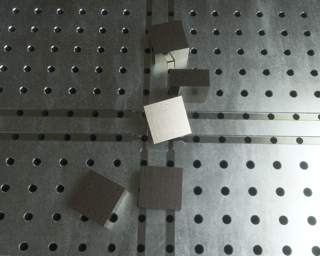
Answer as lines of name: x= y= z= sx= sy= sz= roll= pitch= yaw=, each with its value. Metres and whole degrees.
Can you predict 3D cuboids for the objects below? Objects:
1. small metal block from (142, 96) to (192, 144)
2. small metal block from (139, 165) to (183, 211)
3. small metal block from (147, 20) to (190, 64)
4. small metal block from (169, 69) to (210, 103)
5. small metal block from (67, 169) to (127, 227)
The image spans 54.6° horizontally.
small metal block: x=0.008 y=-0.011 z=0.406 sx=0.050 sy=0.025 sz=0.050 roll=-16 pitch=97 yaw=-6
small metal block: x=0.002 y=0.075 z=0.384 sx=0.050 sy=0.025 sz=0.050 roll=4 pitch=70 yaw=1
small metal block: x=0.012 y=-0.127 z=0.458 sx=0.050 sy=0.025 sz=0.050 roll=-13 pitch=71 yaw=-5
small metal block: x=0.038 y=-0.056 z=0.419 sx=0.050 sy=0.050 sz=0.025 roll=0 pitch=70 yaw=0
small metal block: x=-0.075 y=0.086 z=0.380 sx=0.050 sy=0.025 sz=0.050 roll=27 pitch=72 yaw=9
